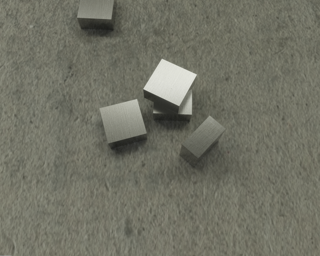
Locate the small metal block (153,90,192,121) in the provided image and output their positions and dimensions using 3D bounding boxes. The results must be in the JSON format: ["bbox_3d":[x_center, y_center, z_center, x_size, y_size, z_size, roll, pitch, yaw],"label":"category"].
[{"bbox_3d":[0.017,-0.037,0.422,0.050,0.025,0.050,2,70,0],"label":"small metal block"}]

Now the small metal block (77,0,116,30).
[{"bbox_3d":[-0.095,-0.179,0.472,0.050,0.025,0.050,3,70,1],"label":"small metal block"}]

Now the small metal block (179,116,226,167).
[{"bbox_3d":[0.052,0.018,0.389,0.025,0.050,0.050,42,75,13],"label":"small metal block"}]

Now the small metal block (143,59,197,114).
[{"bbox_3d":[0.013,-0.054,0.402,0.050,0.025,0.050,26,72,9],"label":"small metal block"}]

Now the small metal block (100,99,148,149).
[{"bbox_3d":[-0.048,-0.005,0.409,0.050,0.025,0.050,-15,71,-6],"label":"small metal block"}]
